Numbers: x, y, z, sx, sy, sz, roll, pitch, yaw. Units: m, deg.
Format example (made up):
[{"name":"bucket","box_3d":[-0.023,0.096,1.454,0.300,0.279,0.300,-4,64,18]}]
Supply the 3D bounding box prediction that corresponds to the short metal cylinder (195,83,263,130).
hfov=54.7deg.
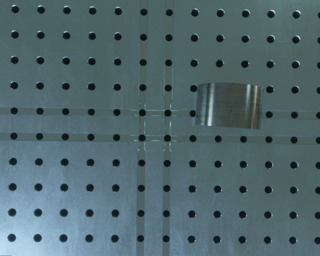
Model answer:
[{"name":"short metal cylinder","box_3d":[0.086,-0.026,0.387,0.081,0.080,0.050,4,90,-1]}]
